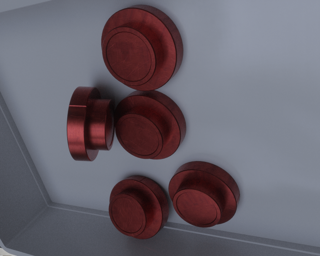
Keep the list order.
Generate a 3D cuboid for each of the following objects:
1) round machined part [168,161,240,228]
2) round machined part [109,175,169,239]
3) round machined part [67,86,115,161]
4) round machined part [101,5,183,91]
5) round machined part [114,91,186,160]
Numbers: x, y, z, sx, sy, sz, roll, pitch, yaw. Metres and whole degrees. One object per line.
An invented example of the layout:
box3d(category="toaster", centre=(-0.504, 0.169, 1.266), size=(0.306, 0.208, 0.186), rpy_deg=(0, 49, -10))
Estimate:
box3d(category="round machined part", centre=(0.057, 0.098, 0.427), size=(0.098, 0.042, 0.097), rpy_deg=(13, 124, 20))
box3d(category="round machined part", centre=(-0.039, 0.126, 0.476), size=(0.098, 0.042, 0.097), rpy_deg=(6, 103, 28))
box3d(category="round machined part", centre=(-0.085, -0.005, 0.406), size=(0.042, 0.098, 0.097), rpy_deg=(3, 122, 2))
box3d(category="round machined part", centre=(-0.027, -0.087, 0.357), size=(0.098, 0.042, 0.097), rpy_deg=(13, 124, 20))
box3d(category="round machined part", centre=(-0.019, 0.002, 0.407), size=(0.098, 0.042, 0.097), rpy_deg=(13, 124, 20))
